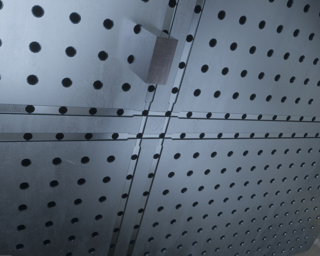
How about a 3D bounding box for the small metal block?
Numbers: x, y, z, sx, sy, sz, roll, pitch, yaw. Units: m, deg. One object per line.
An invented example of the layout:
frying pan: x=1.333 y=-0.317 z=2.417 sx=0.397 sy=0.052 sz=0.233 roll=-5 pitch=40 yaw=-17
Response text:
small metal block: x=-0.009 y=-0.081 z=0.342 sx=0.025 sy=0.050 sz=0.050 roll=1 pitch=118 yaw=-29
